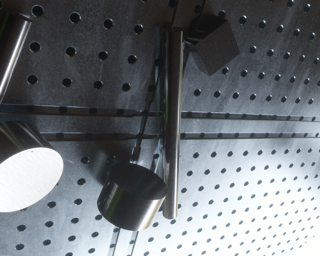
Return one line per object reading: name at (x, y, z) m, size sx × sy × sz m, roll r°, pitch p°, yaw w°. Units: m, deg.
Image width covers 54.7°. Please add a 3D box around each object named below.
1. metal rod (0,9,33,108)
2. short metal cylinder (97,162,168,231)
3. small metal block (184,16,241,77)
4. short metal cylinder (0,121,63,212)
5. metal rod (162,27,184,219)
metal rod at (-0.197, 0.025, 0.318) m, size 0.025 × 0.025 × 0.298 m, roll 18°, pitch 109°, yaw -36°
short metal cylinder at (-0.037, 0.089, 0.412) m, size 0.081 × 0.080 × 0.050 m, roll 12°, pitch 112°, yaw -34°
small metal block at (0.066, -0.102, 0.386) m, size 0.050 × 0.025 × 0.050 m, roll -38°, pitch 130°, yaw -3°
short metal cylinder at (-0.150, 0.039, 0.321) m, size 0.081 × 0.050 × 0.080 m, roll -34°, pitch 145°, yaw -28°
metal rod at (0.016, 0.014, 0.430) m, size 0.025 × 0.025 × 0.298 m, roll -14°, pitch 125°, yaw -21°
